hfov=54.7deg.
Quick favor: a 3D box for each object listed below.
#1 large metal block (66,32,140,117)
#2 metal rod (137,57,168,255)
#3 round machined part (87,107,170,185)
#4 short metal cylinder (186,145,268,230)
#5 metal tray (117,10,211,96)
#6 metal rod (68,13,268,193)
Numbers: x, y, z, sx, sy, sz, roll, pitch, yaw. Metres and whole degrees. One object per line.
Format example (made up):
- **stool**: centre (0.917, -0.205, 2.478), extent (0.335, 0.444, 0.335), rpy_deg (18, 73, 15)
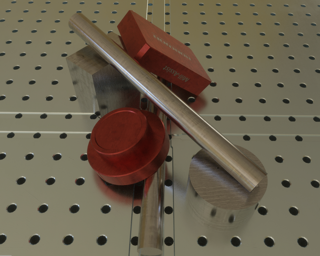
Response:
- **large metal block**: centre (-0.075, -0.074, 0.434), extent (0.050, 0.080, 0.080), rpy_deg (34, 58, 25)
- **metal rod**: centre (-0.004, 0.007, 0.401), extent (0.025, 0.025, 0.300), rpy_deg (2, 50, 1)
- **round machined part**: centre (-0.041, 0.014, 0.364), extent (0.098, 0.042, 0.098), rpy_deg (-11, 49, 13)
- **short metal cylinder**: centre (0.070, 0.063, 0.340), extent (0.081, 0.050, 0.080), rpy_deg (0, 50, 0)
- **metal tray**: centre (0.008, -0.104, 0.441), extent (0.131, 0.030, 0.090), rpy_deg (20, 35, -41)
- **metal rod**: centre (-0.007, -0.043, 0.352), extent (0.025, 0.025, 0.300), rpy_deg (-36, 67, -26)
